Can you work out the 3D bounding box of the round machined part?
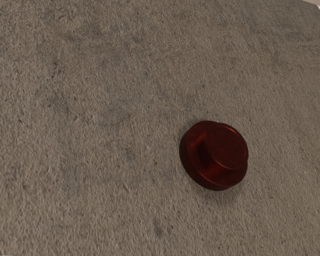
[{"bbox_3d":[0.079,0.032,0.418,0.099,0.042,0.098,14,56,-21],"label":"round machined part"}]
